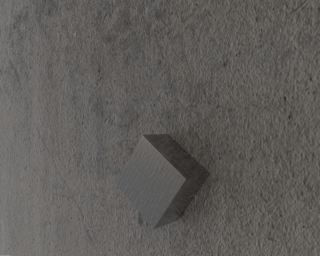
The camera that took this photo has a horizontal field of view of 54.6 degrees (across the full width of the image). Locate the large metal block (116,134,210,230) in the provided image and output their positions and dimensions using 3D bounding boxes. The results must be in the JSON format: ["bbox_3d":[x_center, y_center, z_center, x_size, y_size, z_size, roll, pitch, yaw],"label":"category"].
[{"bbox_3d":[0.001,0.064,0.389,0.080,0.050,0.080,44,116,31],"label":"large metal block"}]
